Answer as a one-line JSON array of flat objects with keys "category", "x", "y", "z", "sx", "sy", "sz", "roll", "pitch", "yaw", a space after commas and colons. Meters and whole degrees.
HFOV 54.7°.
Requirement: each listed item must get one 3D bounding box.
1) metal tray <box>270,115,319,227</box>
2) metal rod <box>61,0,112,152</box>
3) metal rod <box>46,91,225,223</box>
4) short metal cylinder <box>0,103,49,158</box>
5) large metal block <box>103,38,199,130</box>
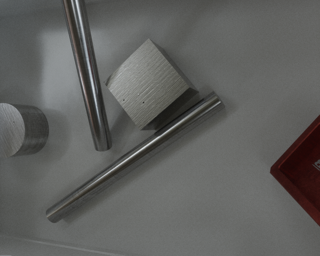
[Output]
[{"category": "metal tray", "x": 0.173, "y": 0.047, "z": 0.297, "sx": 0.030, "sy": 0.130, "sz": 0.090, "roll": 34, "pitch": 103, "yaw": -20}, {"category": "metal rod", "x": -0.092, "y": -0.102, "z": 0.365, "sx": 0.025, "sy": 0.025, "sz": 0.298, "roll": 7, "pitch": 123, "yaw": 19}, {"category": "metal rod", "x": -0.044, "y": 0.048, "z": 0.424, "sx": 0.300, "sy": 0.025, "sz": 0.025, "roll": -35, "pitch": 79, "yaw": 16}, {"category": "short metal cylinder", "x": -0.220, "y": 0.003, "z": 0.473, "sx": 0.080, "sy": 0.050, "sz": 0.079, "roll": 0, "pitch": 90, "yaw": 19}, {"category": "large metal block", "x": -0.010, "y": -0.053, "z": 0.400, "sx": 0.080, "sy": 0.050, "sz": 0.080, "roll": -41, "pitch": 78, "yaw": 15}]
